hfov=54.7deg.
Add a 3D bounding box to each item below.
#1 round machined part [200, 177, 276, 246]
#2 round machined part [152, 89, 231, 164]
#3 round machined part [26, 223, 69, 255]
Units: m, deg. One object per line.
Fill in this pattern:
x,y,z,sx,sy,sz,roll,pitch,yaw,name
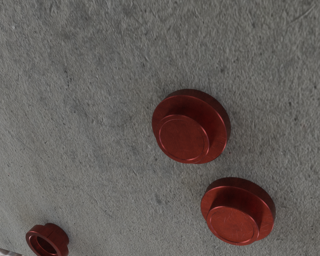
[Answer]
0.101,0.118,0.416,0.098,0.042,0.097,13,124,21,round machined part
0.034,0.005,0.381,0.098,0.042,0.097,13,124,21,round machined part
-0.239,0.247,0.675,0.098,0.042,0.097,13,124,21,round machined part
